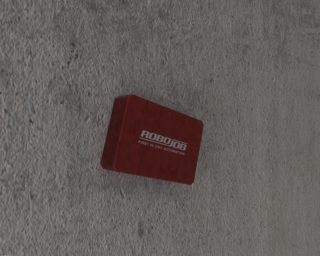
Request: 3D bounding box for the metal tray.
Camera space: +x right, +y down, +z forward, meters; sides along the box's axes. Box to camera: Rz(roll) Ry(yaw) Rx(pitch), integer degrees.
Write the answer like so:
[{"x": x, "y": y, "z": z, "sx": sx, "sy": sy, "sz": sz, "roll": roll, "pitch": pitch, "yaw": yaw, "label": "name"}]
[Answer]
[{"x": -0.004, "y": 0.019, "z": 0.397, "sx": 0.131, "sy": 0.030, "sz": 0.090, "roll": 18, "pitch": 79, "yaw": -38, "label": "metal tray"}]
